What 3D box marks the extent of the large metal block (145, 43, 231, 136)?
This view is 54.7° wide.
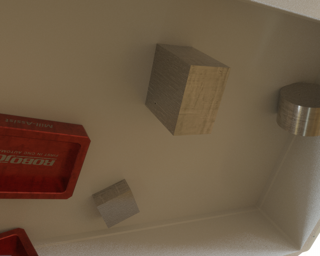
[{"bbox_3d":[0.028,-0.046,0.361,0.050,0.080,0.079,-2,120,-28],"label":"large metal block"}]

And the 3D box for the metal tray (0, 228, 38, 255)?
[{"bbox_3d":[-0.204,0.170,0.341,0.131,0.090,0.030,-8,124,-42],"label":"metal tray"}]

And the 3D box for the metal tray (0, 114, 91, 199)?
[{"bbox_3d":[-0.154,0.034,0.342,0.131,0.030,0.089,9,114,-33],"label":"metal tray"}]

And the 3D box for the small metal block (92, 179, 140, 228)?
[{"bbox_3d":[-0.062,0.108,0.443,0.050,0.025,0.050,-25,128,-13],"label":"small metal block"}]

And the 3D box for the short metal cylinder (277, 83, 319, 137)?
[{"bbox_3d":[0.227,-0.030,0.481,0.081,0.080,0.050,-18,126,-18],"label":"short metal cylinder"}]
